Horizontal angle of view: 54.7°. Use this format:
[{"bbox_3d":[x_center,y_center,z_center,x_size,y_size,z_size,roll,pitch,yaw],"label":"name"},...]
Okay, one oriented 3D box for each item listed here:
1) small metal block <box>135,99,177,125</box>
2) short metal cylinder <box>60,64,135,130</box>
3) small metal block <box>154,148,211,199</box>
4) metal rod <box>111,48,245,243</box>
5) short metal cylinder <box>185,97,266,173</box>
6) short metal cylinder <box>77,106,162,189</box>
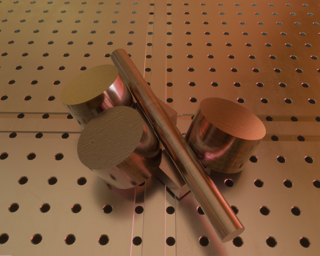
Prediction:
[{"bbox_3d":[-0.013,-0.013,0.414,0.050,0.025,0.050,-36,59,-26],"label":"small metal block"},{"bbox_3d":[-0.079,-0.038,0.400,0.080,0.050,0.080,-16,40,14],"label":"short metal cylinder"},{"bbox_3d":[0.025,0.046,0.365,0.050,0.025,0.050,-33,58,-25],"label":"small metal block"},{"bbox_3d":[0.003,-0.004,0.373,0.025,0.025,0.300,-20,53,-16],"label":"metal rod"},{"bbox_3d":[0.075,0.007,0.364,0.081,0.050,0.080,15,33,-10],"label":"short metal cylinder"},{"bbox_3d":[-0.045,0.022,0.350,0.080,0.050,0.080,-13,52,18],"label":"short metal cylinder"}]
